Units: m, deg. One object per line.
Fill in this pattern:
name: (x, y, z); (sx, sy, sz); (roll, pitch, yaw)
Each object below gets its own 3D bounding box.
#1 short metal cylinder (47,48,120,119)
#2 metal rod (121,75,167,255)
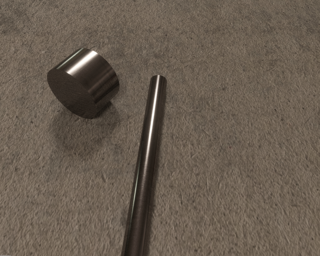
short metal cylinder: (-0.102, -0.059, 0.416); (0.080, 0.080, 0.050); (25, 55, 19)
metal rod: (-0.016, 0.045, 0.365); (0.025, 0.025, 0.300); (4, 50, 3)
